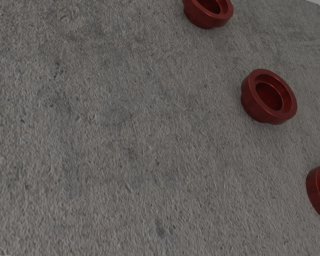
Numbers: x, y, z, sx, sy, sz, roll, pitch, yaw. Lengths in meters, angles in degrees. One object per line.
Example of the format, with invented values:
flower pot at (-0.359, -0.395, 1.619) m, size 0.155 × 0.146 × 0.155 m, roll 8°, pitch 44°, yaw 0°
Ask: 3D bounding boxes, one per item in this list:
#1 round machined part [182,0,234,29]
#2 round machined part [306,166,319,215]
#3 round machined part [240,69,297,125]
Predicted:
round machined part at (0.083, -0.223, 0.573) m, size 0.099 × 0.042 × 0.098 m, roll 14°, pitch 56°, yaw -21°
round machined part at (0.282, 0.101, 0.483) m, size 0.099 × 0.042 × 0.098 m, roll 14°, pitch 56°, yaw -21°
round machined part at (0.175, -0.047, 0.515) m, size 0.099 × 0.042 × 0.098 m, roll 14°, pitch 56°, yaw -21°
